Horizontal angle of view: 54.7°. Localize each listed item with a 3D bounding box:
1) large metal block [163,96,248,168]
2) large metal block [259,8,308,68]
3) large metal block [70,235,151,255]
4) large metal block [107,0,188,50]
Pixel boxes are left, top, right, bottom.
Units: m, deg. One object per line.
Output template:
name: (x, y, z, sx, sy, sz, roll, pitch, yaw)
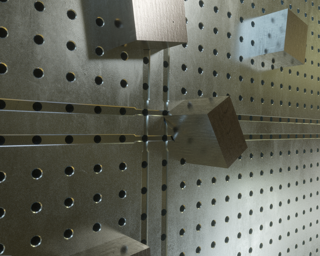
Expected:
large metal block: (0.063, 0.005, 0.428, 0.050, 0.080, 0.080, -37, 113, -34)
large metal block: (0.239, -0.169, 0.596, 0.081, 0.050, 0.080, 14, 82, -40)
large metal block: (-0.056, 0.179, 0.348, 0.081, 0.050, 0.079, -6, 94, -40)
large metal block: (-0.016, -0.142, 0.381, 0.081, 0.050, 0.079, -11, 97, -40)
